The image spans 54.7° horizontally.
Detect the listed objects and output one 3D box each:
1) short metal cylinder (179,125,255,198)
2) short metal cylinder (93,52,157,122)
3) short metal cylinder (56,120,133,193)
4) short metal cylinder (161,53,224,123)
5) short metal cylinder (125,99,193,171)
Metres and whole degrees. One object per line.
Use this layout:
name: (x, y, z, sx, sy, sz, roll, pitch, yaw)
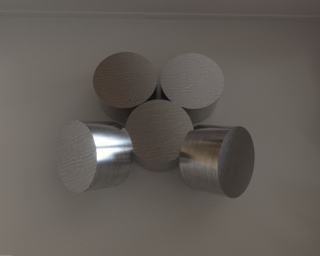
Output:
short metal cylinder: (0.068, 0.037, 0.359, 0.050, 0.080, 0.080, 3, 64, 43)
short metal cylinder: (-0.044, -0.053, 0.413, 0.081, 0.050, 0.080, 0, 70, 0)
short metal cylinder: (-0.077, 0.032, 0.360, 0.050, 0.080, 0.080, 1, 62, -48)
short metal cylinder: (0.041, -0.052, 0.415, 0.081, 0.050, 0.080, 0, 70, 0)
short metal cylinder: (-0.001, 0.011, 0.389, 0.081, 0.050, 0.080, 0, 70, 0)
